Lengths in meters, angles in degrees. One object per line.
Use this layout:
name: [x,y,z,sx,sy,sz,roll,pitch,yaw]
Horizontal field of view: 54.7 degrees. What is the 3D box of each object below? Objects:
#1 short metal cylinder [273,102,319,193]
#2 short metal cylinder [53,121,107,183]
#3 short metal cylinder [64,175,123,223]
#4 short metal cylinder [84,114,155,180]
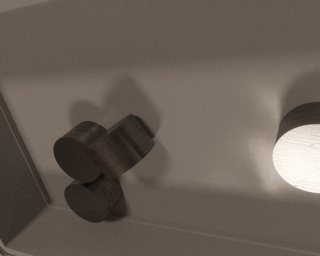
short metal cylinder: [0.162,0.020,0.319,0.080,0.050,0.079,13,124,20]
short metal cylinder: [-0.113,0.036,0.472,0.080,0.050,0.079,13,124,20]
short metal cylinder: [-0.110,0.110,0.517,0.080,0.050,0.079,13,124,20]
short metal cylinder: [-0.054,0.024,0.415,0.080,0.080,0.050,-30,102,37]
